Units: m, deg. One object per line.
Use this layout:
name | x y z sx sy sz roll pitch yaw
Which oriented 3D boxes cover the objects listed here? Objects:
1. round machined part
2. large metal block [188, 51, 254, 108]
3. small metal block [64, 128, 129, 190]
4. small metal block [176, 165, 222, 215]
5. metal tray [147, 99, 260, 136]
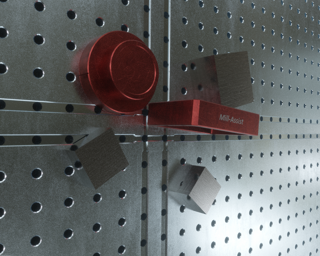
round machined part | -0.040 -0.066 0.366 0.099 0.042 0.097 0 91 -40
large metal block | 0.095 -0.071 0.475 0.081 0.050 0.079 -17 101 -39
small metal block | -0.070 0.033 0.352 0.050 0.025 0.050 -36 113 -34
small metal block | 0.059 0.092 0.462 0.050 0.025 0.050 50 60 -29
metal tray | 0.060 -0.011 0.419 0.131 0.090 0.030 8 85 -40
